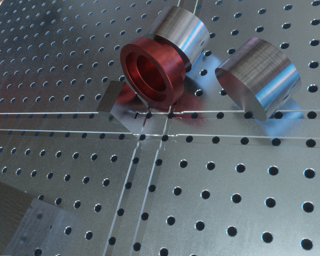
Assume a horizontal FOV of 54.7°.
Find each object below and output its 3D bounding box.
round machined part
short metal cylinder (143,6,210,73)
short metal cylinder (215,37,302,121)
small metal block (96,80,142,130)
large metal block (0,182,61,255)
[{"bbox_3d":[-0.005,-0.078,0.414,0.098,0.098,0.042,28,58,37],"label":"round machined part"},{"bbox_3d":[0.022,-0.123,0.435,0.080,0.080,0.050,24,75,36],"label":"short metal cylinder"},{"bbox_3d":[0.108,-0.054,0.349,0.050,0.080,0.080,-42,51,-1],"label":"short metal cylinder"},{"bbox_3d":[-0.057,-0.032,0.440,0.025,0.050,0.050,9,66,32],"label":"small metal block"},{"bbox_3d":[-0.196,0.127,0.415,0.080,0.050,0.080,11,67,32],"label":"large metal block"}]
